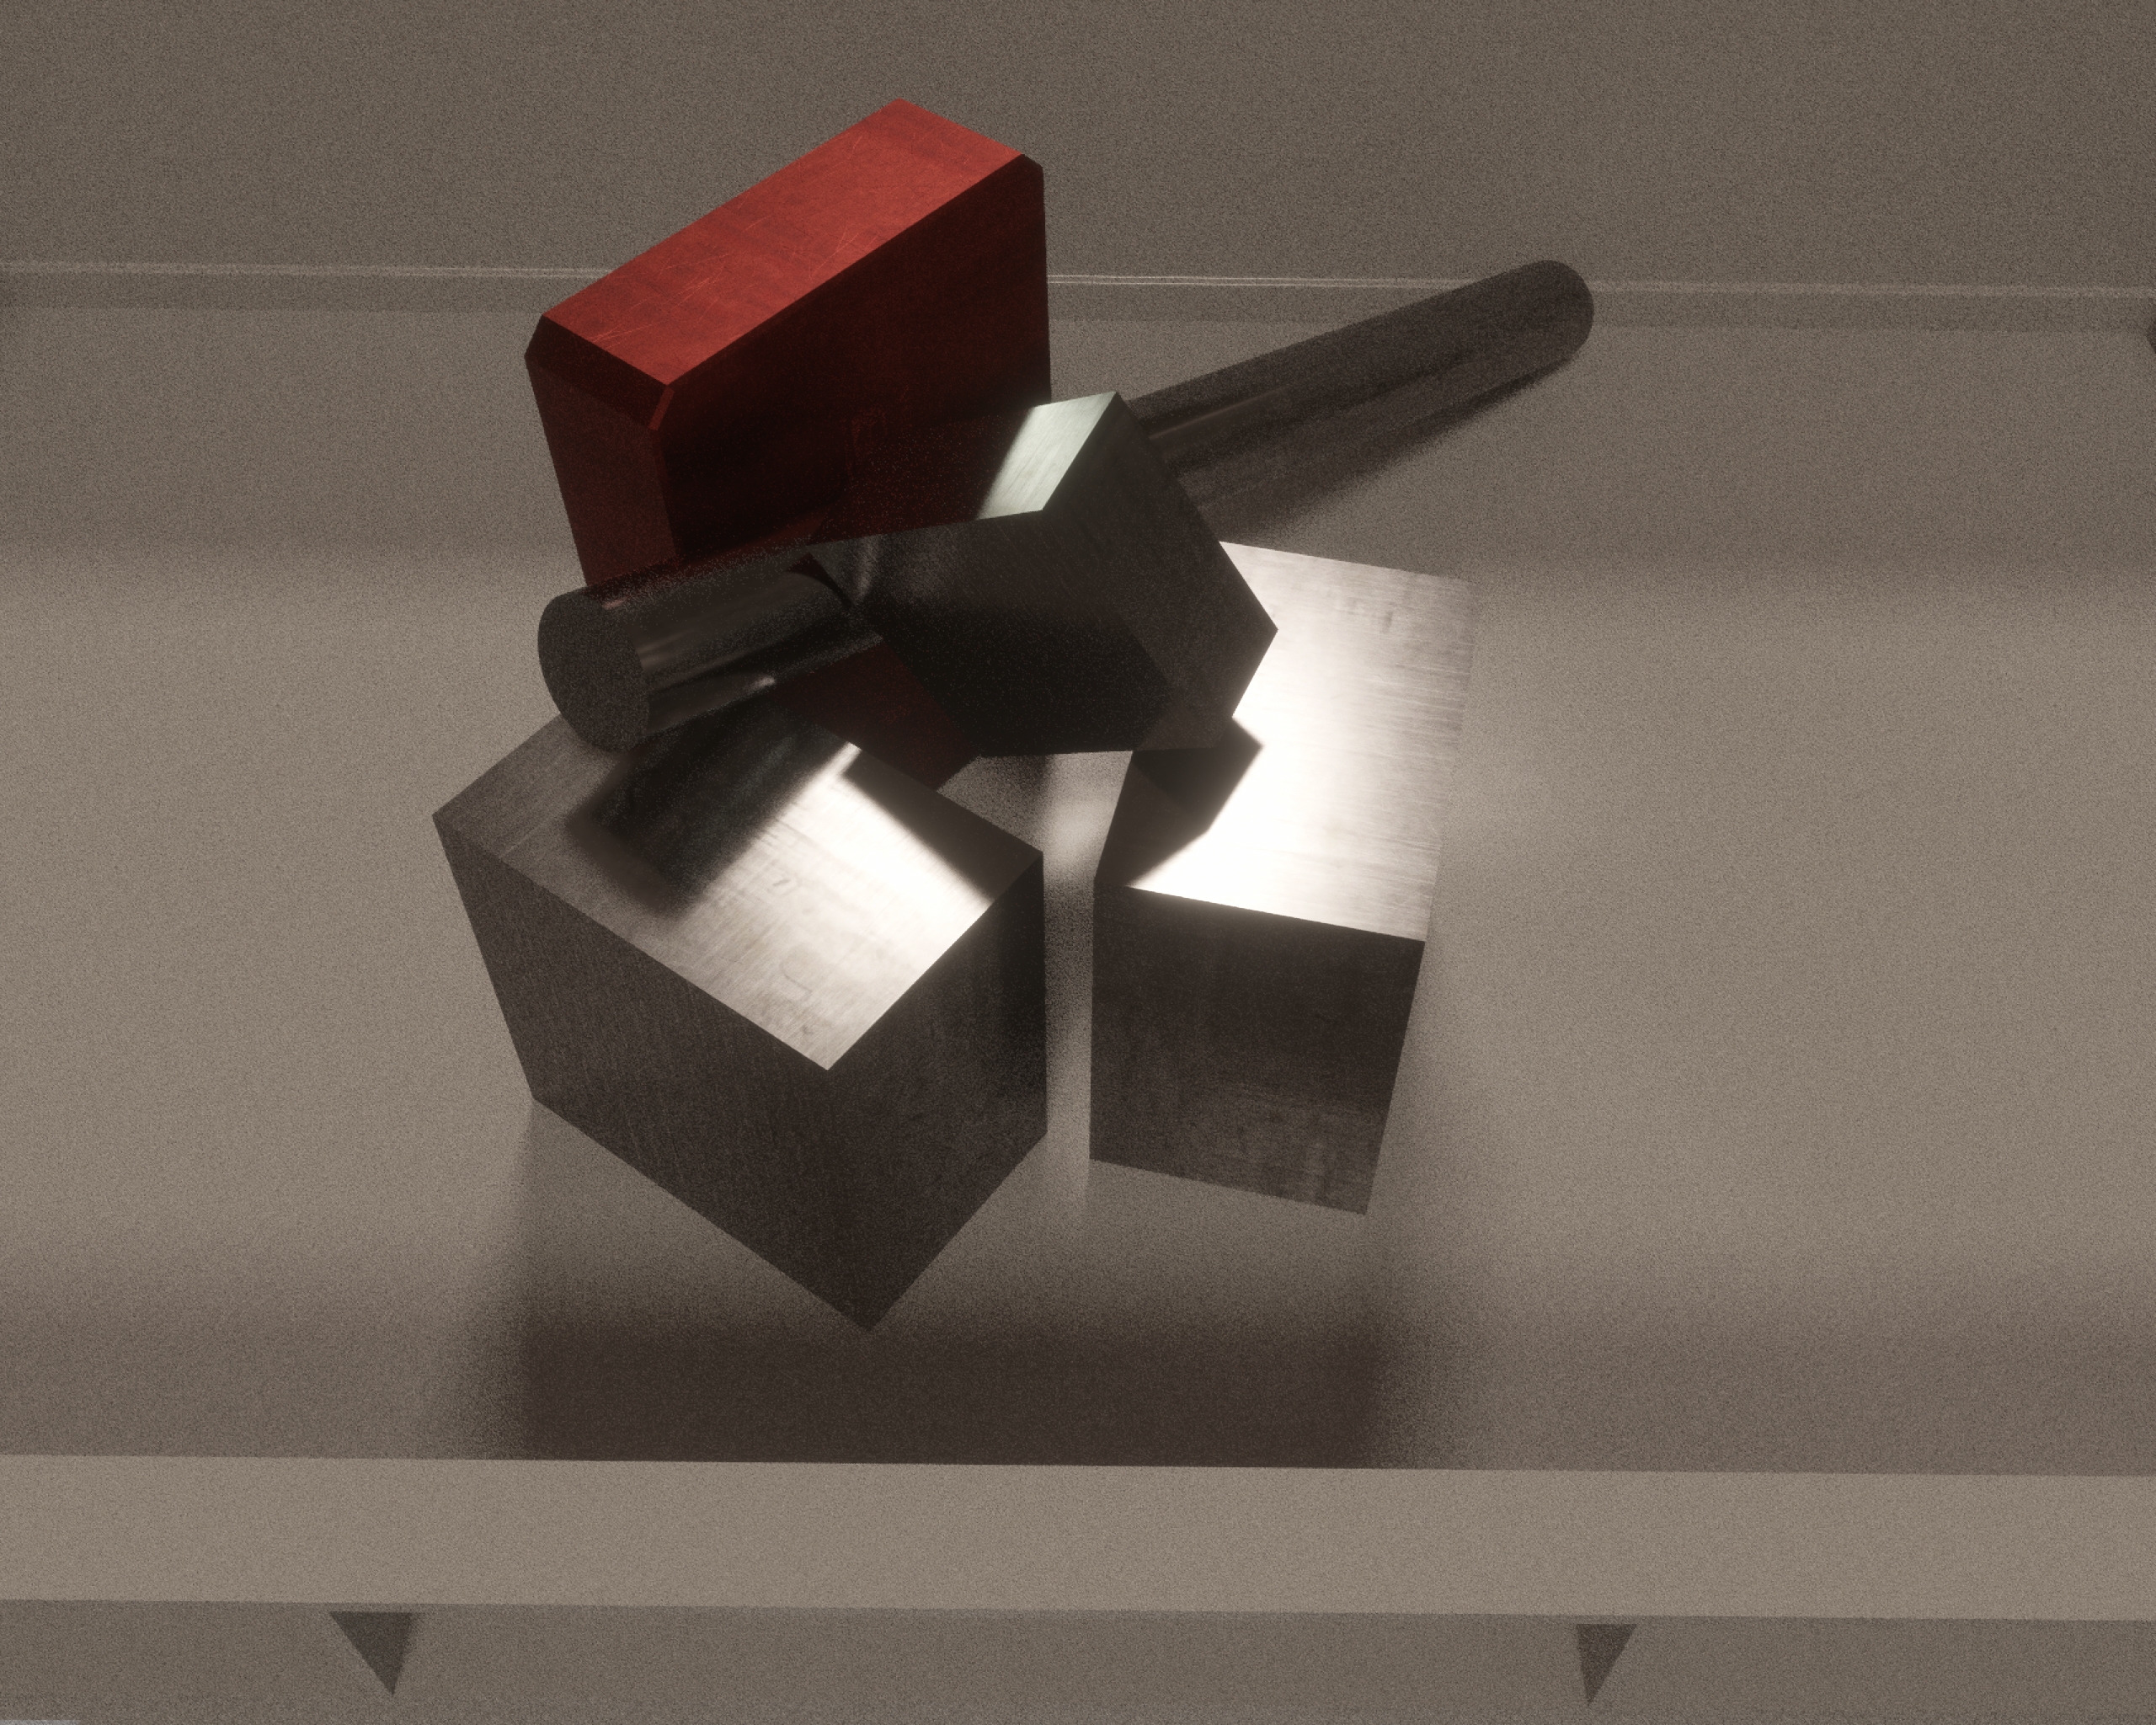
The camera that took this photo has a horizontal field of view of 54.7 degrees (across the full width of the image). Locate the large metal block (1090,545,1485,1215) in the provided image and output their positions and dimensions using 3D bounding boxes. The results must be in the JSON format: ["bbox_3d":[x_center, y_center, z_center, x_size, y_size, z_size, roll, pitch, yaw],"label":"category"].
[{"bbox_3d":[0.036,0.003,0.367,0.050,0.080,0.080,10,51,8],"label":"large metal block"}]

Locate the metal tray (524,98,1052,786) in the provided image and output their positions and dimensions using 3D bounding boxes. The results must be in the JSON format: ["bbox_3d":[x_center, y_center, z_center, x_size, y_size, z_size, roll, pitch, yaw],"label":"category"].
[{"bbox_3d":[-0.045,-0.061,0.385,0.030,0.129,0.090,33,58,25],"label":"metal tray"}]

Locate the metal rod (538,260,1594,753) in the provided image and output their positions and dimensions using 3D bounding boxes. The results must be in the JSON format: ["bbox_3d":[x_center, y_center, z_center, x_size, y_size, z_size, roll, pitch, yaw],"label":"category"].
[{"bbox_3d":[0.022,-0.083,0.415,0.025,0.025,0.302,34,41,25],"label":"metal rod"}]

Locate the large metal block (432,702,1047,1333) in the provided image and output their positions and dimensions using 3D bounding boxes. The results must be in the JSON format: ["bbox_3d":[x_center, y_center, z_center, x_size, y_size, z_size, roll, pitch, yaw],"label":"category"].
[{"bbox_3d":[-0.053,0.021,0.351,0.080,0.080,0.050,29,56,22],"label":"large metal block"}]

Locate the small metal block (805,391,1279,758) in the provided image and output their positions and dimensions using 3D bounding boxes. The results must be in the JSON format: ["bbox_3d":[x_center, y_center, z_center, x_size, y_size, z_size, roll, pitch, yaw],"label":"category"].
[{"bbox_3d":[-0.005,-0.043,0.327,0.050,0.050,0.025,0,51,42],"label":"small metal block"}]
